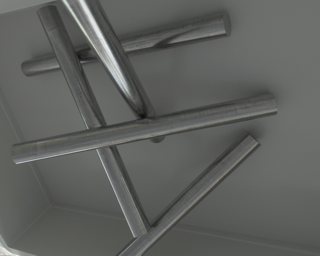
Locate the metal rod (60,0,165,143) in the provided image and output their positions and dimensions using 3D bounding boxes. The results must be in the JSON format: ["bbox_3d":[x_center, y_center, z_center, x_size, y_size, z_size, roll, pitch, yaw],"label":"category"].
[{"bbox_3d":[-0.040,-0.060,0.292,0.025,0.025,0.300,12,157,21],"label":"metal rod"}]

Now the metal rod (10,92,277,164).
[{"bbox_3d":[-0.025,0.003,0.351,0.301,0.025,0.025,-11,115,8],"label":"metal rod"}]

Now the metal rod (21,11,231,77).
[{"bbox_3d":[-0.063,-0.095,0.382,0.300,0.025,0.025,-4,117,29],"label":"metal rod"}]

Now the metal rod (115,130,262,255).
[{"bbox_3d":[0.010,0.117,0.397,0.025,0.025,0.299,43,104,-1],"label":"metal rod"}]

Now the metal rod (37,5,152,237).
[{"bbox_3d":[-0.081,-0.007,0.384,0.025,0.025,0.299,-22,91,36],"label":"metal rod"}]
